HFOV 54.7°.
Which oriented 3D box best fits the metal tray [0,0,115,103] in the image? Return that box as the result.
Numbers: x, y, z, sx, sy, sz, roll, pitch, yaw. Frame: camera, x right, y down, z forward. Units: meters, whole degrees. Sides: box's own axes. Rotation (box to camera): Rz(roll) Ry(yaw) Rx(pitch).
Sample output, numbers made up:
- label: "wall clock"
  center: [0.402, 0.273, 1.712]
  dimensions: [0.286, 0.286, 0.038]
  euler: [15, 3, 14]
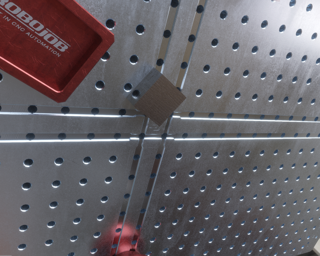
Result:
- label: "metal tray"
  center: [-0.119, -0.093, 0.285]
  dimensions: [0.090, 0.030, 0.130]
  euler: [-49, 129, 7]

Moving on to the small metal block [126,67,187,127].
- label: "small metal block"
  center: [-0.004, -0.038, 0.385]
  dimensions: [0.050, 0.025, 0.050]
  euler: [-47, 129, 5]

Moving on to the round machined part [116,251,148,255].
- label: "round machined part"
  center: [-0.055, 0.248, 0.523]
  dimensions: [0.099, 0.042, 0.097]
  euler: [-14, 124, -21]
